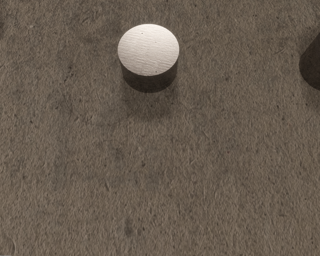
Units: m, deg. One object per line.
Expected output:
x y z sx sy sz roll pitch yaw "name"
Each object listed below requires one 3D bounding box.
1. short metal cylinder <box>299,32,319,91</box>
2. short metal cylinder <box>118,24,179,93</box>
0.246 -0.096 0.433 0.081 0.050 0.080 0 70 0 "short metal cylinder"
-0.015 -0.095 0.430 0.081 0.050 0.080 0 70 0 "short metal cylinder"
